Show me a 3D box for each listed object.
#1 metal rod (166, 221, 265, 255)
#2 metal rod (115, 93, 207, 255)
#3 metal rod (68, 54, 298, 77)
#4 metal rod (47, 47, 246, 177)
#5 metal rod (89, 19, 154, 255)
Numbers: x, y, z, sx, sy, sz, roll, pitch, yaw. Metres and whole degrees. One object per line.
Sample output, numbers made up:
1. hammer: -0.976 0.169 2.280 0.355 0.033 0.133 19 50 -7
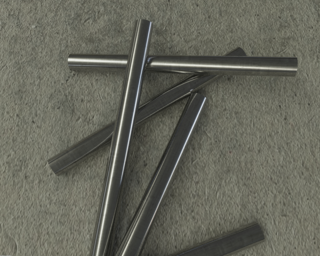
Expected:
1. metal rod: -0.026 0.170 0.345 0.302 0.025 0.025 -19 71 -7
2. metal rod: -0.008 0.083 0.361 0.025 0.025 0.300 23 65 8
3. metal rod: 0.023 -0.086 0.417 0.301 0.025 0.025 3 70 9
4. metal rod: -0.009 -0.028 0.417 0.301 0.025 0.025 -32 73 -11
5. metal rod: -0.045 0.008 0.380 0.025 0.025 0.299 9 79 3
